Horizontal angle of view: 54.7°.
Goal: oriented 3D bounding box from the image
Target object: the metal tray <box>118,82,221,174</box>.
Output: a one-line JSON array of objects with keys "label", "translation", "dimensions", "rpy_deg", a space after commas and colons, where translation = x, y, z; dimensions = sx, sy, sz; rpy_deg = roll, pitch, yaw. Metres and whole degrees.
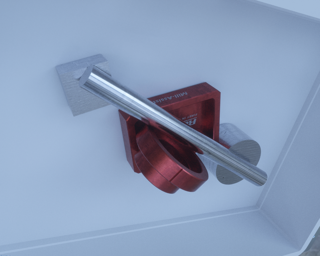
[{"label": "metal tray", "translation": [0.017, -0.001, 0.413], "dimensions": [0.131, 0.030, 0.089], "rpy_deg": [-18, 126, -19]}]

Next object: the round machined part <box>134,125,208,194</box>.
[{"label": "round machined part", "translation": [0.008, 0.040, 0.374], "dimensions": [0.098, 0.098, 0.042], "rpy_deg": [31, 109, -38]}]

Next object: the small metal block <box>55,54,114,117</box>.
[{"label": "small metal block", "translation": [-0.079, -0.047, 0.336], "dimensions": [0.050, 0.025, 0.050], "rpy_deg": [-20, 127, -17]}]

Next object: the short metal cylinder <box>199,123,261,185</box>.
[{"label": "short metal cylinder", "translation": [0.106, 0.040, 0.475], "dimensions": [0.081, 0.050, 0.079], "rpy_deg": [-14, 125, -21]}]

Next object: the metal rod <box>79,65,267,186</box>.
[{"label": "metal rod", "translation": [0.038, 0.012, 0.384], "dimensions": [0.301, 0.025, 0.025], "rpy_deg": [30, 102, -32]}]
